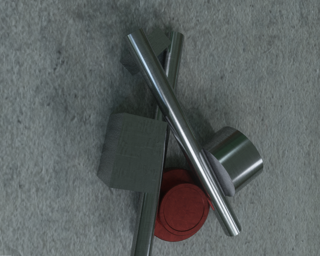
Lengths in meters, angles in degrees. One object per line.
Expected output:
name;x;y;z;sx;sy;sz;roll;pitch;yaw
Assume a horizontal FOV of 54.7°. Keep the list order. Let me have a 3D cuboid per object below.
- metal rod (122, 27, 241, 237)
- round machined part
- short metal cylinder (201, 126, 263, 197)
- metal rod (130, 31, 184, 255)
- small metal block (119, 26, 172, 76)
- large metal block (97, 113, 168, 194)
metal rod;0.037;0.020;0.388;0.025;0.025;0.299;-34;110;-17
round machined part;0.024;0.103;0.412;0.099;0.042;0.097;0;90;-21
short metal cylinder;0.090;0.044;0.416;0.050;0.080;0.080;-34;101;-17
metal rod;-0.002;0.020;0.394;0.025;0.025;0.299;13;80;-20
small metal block;-0.019;-0.095;0.390;0.050;0.050;0.025;-47;105;-14
large metal block;-0.036;0.027;0.369;0.050;0.080;0.080;13;86;-20
